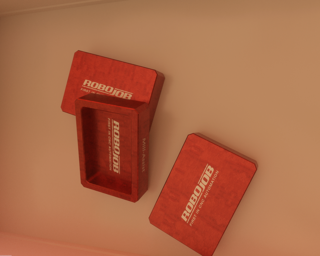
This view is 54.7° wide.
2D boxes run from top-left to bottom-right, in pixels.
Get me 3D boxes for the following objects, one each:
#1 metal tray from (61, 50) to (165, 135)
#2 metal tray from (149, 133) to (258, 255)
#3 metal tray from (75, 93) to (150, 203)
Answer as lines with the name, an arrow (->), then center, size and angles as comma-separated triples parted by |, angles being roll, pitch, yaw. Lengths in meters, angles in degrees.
metal tray -> -0.068, -0.049, 0.432 | 0.130, 0.030, 0.089 | 18, 96, 19
metal tray -> 0.053, 0.081, 0.389 | 0.090, 0.030, 0.129 | 27, 99, 18
metal tray -> -0.061, 0.026, 0.404 | 0.090, 0.030, 0.129 | 12, 114, 21
